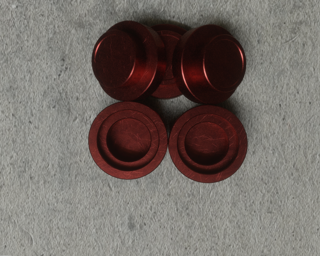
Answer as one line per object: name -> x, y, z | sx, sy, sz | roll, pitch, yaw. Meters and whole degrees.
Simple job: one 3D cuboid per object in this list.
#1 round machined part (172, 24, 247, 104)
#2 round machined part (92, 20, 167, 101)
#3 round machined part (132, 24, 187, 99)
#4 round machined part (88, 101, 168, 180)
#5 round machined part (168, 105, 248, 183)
round machined part -> 0.067, -0.078, 0.382 | 0.099, 0.042, 0.097 | -4, 97, -31
round machined part -> -0.044, -0.082, 0.378 | 0.098, 0.042, 0.097 | 2, 95, 33
round machined part -> 0.007, -0.087, 0.402 | 0.099, 0.042, 0.097 | 0, 90, -1
round machined part -> -0.039, 0.015, 0.402 | 0.099, 0.042, 0.097 | 0, 90, -1
round machined part -> 0.059, 0.020, 0.403 | 0.099, 0.042, 0.097 | 0, 90, -1
